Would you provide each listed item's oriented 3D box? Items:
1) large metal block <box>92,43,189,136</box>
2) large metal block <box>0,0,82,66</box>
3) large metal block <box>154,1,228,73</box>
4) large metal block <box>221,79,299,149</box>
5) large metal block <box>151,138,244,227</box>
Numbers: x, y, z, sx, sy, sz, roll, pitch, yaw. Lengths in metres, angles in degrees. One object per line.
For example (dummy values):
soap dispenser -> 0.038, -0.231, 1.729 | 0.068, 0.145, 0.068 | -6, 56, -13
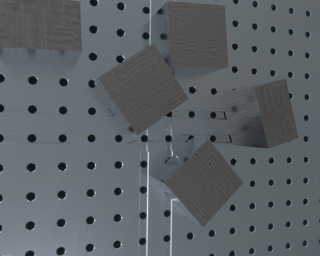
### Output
large metal block -> -0.025, -0.046, 0.390 | 0.080, 0.050, 0.080 | -36, 102, -16
large metal block -> -0.131, -0.101, 0.335 | 0.081, 0.080, 0.050 | -2, 91, -20
large metal block -> 0.041, -0.117, 0.414 | 0.081, 0.050, 0.080 | -4, 92, -20
large metal block -> 0.136, -0.019, 0.433 | 0.050, 0.080, 0.080 | -16, 96, -19
large metal block -> 0.050, 0.070, 0.418 | 0.080, 0.050, 0.080 | -43, 104, -15
